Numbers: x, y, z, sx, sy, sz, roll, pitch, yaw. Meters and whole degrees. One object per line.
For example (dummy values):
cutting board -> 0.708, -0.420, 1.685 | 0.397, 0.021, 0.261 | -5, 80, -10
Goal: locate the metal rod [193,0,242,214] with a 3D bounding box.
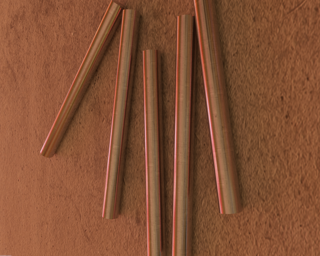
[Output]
metal rod -> 0.061, -0.056, 0.353 | 0.025, 0.025, 0.298 | -10, 83, 39

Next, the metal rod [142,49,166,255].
metal rod -> -0.007, 0.048, 0.408 | 0.025, 0.025, 0.298 | -2, 89, 39

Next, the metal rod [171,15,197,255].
metal rod -> 0.029, 0.016, 0.378 | 0.025, 0.025, 0.298 | 2, 91, 39

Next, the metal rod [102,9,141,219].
metal rod -> -0.057, -0.016, 0.449 | 0.025, 0.025, 0.298 | 11, 97, 39

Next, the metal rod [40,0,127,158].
metal rod -> -0.134, -0.067, 0.512 | 0.025, 0.025, 0.298 | 48, 118, 29
